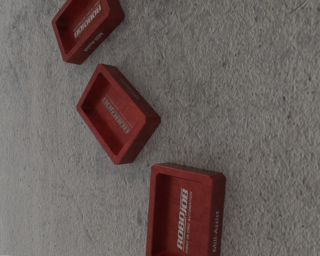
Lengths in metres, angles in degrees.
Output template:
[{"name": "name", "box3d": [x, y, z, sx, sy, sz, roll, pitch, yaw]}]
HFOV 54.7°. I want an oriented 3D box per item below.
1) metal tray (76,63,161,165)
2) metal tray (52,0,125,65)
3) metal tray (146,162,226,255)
[{"name": "metal tray", "box3d": [-0.066, -0.022, 0.456, 0.130, 0.030, 0.089, 49, 119, 28]}, {"name": "metal tray", "box3d": [-0.121, -0.175, 0.501, 0.130, 0.030, 0.090, -33, 69, 35]}, {"name": "metal tray", "box3d": [0.029, 0.113, 0.378, 0.090, 0.030, 0.129, 6, 94, 39]}]
